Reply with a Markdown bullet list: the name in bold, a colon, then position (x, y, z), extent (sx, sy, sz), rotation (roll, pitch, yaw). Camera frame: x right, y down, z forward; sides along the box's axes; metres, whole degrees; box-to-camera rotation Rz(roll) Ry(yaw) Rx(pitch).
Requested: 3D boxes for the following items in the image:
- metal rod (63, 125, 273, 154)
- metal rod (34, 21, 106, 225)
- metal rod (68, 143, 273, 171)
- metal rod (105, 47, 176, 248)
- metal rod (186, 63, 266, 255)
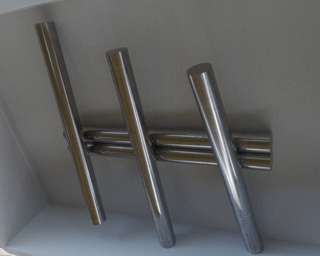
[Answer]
- **metal rod**: position (-0.008, 0.012, 0.418), extent (0.301, 0.025, 0.025), rotation (2, 119, 26)
- **metal rod**: position (-0.123, 0.005, 0.442), extent (0.025, 0.025, 0.298), rotation (-1, 110, 28)
- **metal rod**: position (-0.004, 0.033, 0.429), extent (0.301, 0.025, 0.025), rotation (2, 119, 26)
- **metal rod**: position (-0.018, 0.044, 0.410), extent (0.025, 0.025, 0.298), rotation (1, 119, 27)
- **metal rod**: position (0.088, 0.063, 0.370), extent (0.025, 0.025, 0.299), rotation (-4, 125, 30)
